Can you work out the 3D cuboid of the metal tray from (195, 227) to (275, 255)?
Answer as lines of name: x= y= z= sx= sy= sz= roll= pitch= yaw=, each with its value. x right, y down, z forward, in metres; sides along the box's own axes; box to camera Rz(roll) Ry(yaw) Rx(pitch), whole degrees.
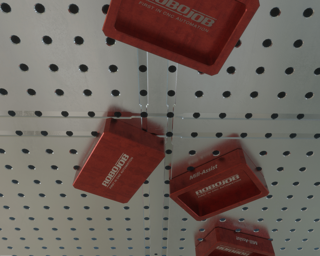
metal tray: x=0.148 y=0.247 z=0.618 sx=0.131 sy=0.030 sz=0.089 roll=18 pitch=128 yaw=-15

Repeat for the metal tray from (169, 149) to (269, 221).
metal tray: x=0.091 y=0.094 z=0.488 sx=0.130 sy=0.030 sz=0.090 roll=-29 pitch=125 yaw=22

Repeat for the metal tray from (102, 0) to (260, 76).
metal tray: x=0.018 y=-0.115 z=0.310 sx=0.131 sy=0.030 sz=0.089 roll=17 pitch=128 yaw=-15

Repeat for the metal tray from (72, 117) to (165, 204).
metal tray: x=-0.061 y=0.053 z=0.452 sx=0.090 sy=0.030 sz=0.129 roll=23 pitch=126 yaw=-19
